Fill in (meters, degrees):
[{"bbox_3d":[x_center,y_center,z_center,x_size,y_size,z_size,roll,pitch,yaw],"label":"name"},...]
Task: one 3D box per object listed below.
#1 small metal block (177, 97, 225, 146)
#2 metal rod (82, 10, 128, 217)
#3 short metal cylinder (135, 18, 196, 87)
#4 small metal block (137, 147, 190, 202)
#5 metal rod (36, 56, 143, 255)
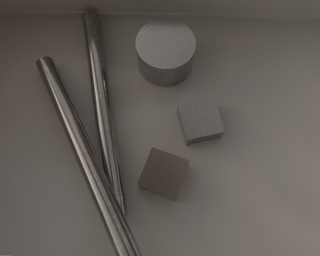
[{"bbox_3d":[0.053,-0.009,0.414,0.050,0.025,0.050,-12,71,-5],"label":"small metal block"},{"bbox_3d":[-0.078,-0.033,0.420,0.025,0.025,0.299,-10,70,-4],"label":"metal rod"},{"bbox_3d":[0.008,-0.105,0.435,0.081,0.050,0.080,0,70,0],"label":"short metal cylinder"},{"bbox_3d":[0.005,0.058,0.388,0.050,0.025,0.050,20,71,6],"label":"small metal block"},{"bbox_3d":[-0.095,0.026,0.381,0.025,0.025,0.299,-26,66,-9],"label":"metal rod"}]
